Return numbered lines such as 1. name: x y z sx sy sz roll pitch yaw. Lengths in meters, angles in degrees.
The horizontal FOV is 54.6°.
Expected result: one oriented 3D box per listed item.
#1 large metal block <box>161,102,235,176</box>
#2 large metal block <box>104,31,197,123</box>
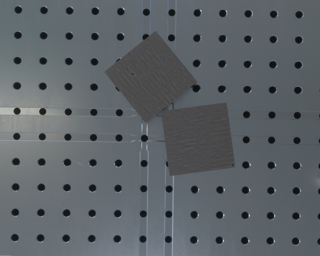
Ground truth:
1. large metal block: 0.047 0.014 0.401 0.080 0.050 0.080 -8 90 0
2. large metal block: -0.011 -0.062 0.401 0.080 0.050 0.080 -39 90 0
